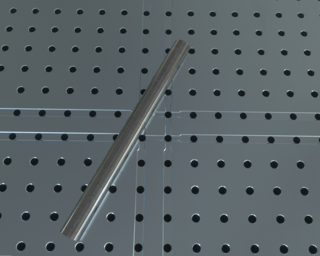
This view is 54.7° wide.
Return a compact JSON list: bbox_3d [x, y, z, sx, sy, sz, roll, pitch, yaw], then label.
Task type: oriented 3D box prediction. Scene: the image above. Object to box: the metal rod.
[{"bbox_3d":[-0.037,0.003,0.410,0.025,0.025,0.300,26,72,9],"label":"metal rod"}]
